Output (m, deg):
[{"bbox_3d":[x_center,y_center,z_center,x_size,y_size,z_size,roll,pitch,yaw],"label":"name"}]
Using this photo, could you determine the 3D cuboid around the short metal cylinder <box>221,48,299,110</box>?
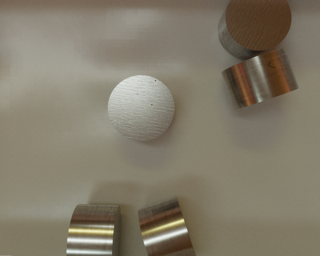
[{"bbox_3d":[0.123,-0.059,0.386,0.080,0.080,0.050,-19,90,0],"label":"short metal cylinder"}]

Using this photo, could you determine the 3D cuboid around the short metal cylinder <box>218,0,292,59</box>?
[{"bbox_3d":[0.119,-0.134,0.400,0.081,0.050,0.079,0,90,-1],"label":"short metal cylinder"}]

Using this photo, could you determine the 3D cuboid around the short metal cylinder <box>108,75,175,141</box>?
[{"bbox_3d":[-0.023,-0.024,0.399,0.081,0.050,0.079,0,90,-1],"label":"short metal cylinder"}]

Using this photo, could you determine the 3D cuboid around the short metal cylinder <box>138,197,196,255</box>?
[{"bbox_3d":[0.010,0.131,0.384,0.050,0.080,0.080,-18,90,0],"label":"short metal cylinder"}]

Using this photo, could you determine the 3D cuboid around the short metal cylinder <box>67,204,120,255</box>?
[{"bbox_3d":[-0.078,0.136,0.383,0.050,0.080,0.079,2,90,0],"label":"short metal cylinder"}]
